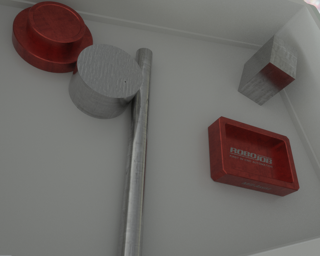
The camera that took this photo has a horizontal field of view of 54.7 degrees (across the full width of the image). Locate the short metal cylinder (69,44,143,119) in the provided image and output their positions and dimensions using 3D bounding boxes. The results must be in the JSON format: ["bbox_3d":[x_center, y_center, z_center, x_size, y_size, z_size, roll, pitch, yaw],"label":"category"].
[{"bbox_3d":[-0.069,-0.058,0.389,0.081,0.050,0.080,14,56,-21],"label":"short metal cylinder"}]

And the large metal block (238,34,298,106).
[{"bbox_3d":[0.186,-0.099,0.533,0.050,0.080,0.080,31,52,-9],"label":"large metal block"}]

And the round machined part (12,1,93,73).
[{"bbox_3d":[-0.135,-0.123,0.398,0.099,0.042,0.098,14,56,-21],"label":"round machined part"}]

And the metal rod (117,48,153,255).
[{"bbox_3d":[-0.027,0.016,0.382,0.025,0.025,0.299,15,55,-20],"label":"metal rod"}]

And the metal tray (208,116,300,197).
[{"bbox_3d":[0.135,0.042,0.451,0.131,0.030,0.090,15,55,-20],"label":"metal tray"}]
